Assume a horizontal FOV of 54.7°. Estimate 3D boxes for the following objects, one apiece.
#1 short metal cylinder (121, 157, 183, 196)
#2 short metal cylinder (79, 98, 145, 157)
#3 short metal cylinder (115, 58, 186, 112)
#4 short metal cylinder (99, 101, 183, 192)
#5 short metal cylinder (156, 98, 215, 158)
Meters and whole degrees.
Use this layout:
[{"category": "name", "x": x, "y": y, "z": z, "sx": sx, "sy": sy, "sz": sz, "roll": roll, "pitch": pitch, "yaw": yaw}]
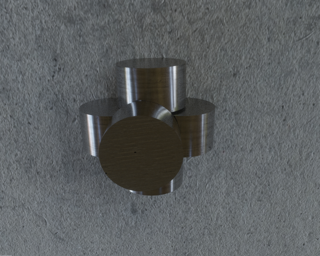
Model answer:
[{"category": "short metal cylinder", "x": -0.010, "y": 0.043, "z": 0.397, "sx": 0.081, "sy": 0.080, "sz": 0.050, "roll": 0, "pitch": 110, "yaw": -1}, {"category": "short metal cylinder", "x": -0.055, "y": -0.003, "z": 0.380, "sx": 0.081, "sy": 0.080, "sz": 0.050, "roll": -1, "pitch": 110, "yaw": 0}, {"category": "short metal cylinder", "x": -0.010, "y": -0.052, "z": 0.362, "sx": 0.081, "sy": 0.080, "sz": 0.050, "roll": -2, "pitch": 110, "yaw": 0}, {"category": "short metal cylinder", "x": -0.018, "y": 0.017, "z": 0.318, "sx": 0.081, "sy": 0.050, "sz": 0.079, "roll": 0, "pitch": 110, "yaw": -1}, {"category": "short metal cylinder", "x": 0.026, "y": -0.004, "z": 0.381, "sx": 0.081, "sy": 0.080, "sz": 0.050, "roll": 0, "pitch": 110, "yaw": 0}]
